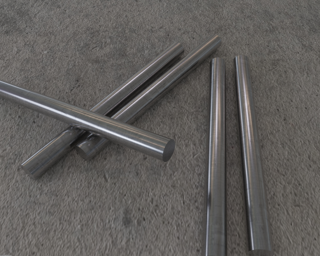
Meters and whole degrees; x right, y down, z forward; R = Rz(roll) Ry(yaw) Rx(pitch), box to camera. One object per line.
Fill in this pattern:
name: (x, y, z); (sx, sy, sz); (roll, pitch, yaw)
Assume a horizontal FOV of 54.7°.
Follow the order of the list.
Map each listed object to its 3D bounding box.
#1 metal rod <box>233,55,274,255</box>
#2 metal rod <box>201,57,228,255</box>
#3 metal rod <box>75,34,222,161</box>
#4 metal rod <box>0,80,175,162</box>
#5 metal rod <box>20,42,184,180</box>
metal rod: (0.113, 0.008, 0.396); (0.025, 0.025, 0.300); (5, 50, 4)
metal rod: (0.071, 0.013, 0.392); (0.025, 0.025, 0.300); (6, 50, 5)
metal rod: (0.000, -0.059, 0.452); (0.025, 0.025, 0.301); (32, 57, 24)
metal rod: (-0.118, -0.019, 0.387); (0.300, 0.025, 0.025); (19, 52, 27)
metal rod: (-0.062, -0.040, 0.435); (0.025, 0.025, 0.301); (31, 56, 23)
